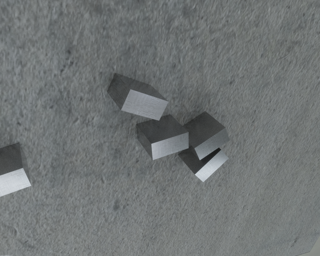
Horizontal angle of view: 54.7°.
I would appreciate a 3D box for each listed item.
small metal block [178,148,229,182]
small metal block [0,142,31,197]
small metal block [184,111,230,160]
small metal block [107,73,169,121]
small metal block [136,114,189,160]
[{"bbox_3d":[0.062,0.042,0.453,0.050,0.050,0.025,-44,130,2],"label":"small metal block"},{"bbox_3d":[-0.169,0.046,0.327,0.050,0.050,0.025,-19,126,-18],"label":"small metal block"},{"bbox_3d":[0.059,0.010,0.431,0.050,0.050,0.025,-33,129,-7],"label":"small metal block"},{"bbox_3d":[-0.026,-0.036,0.355,0.050,0.050,0.025,15,111,-35],"label":"small metal block"},{"bbox_3d":[0.003,0.010,0.400,0.050,0.050,0.025,-17,125,-19],"label":"small metal block"}]
